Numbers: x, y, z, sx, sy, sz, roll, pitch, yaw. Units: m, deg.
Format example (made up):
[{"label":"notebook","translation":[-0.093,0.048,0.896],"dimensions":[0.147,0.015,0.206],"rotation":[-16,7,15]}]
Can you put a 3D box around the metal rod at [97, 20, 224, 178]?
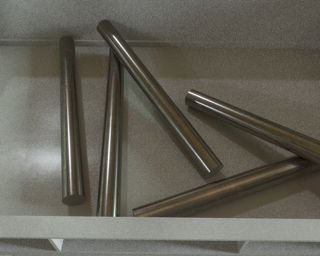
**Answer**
[{"label":"metal rod","translation":[-0.013,-0.057,0.432],"dimensions":[0.025,0.025,0.300],"rotation":[-25,60,-20]}]

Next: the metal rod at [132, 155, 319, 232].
[{"label":"metal rod","translation":[0.116,0.057,0.357],"dimensions":[0.302,0.025,0.025],"rotation":[-15,52,-13]}]

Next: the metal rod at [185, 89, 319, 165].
[{"label":"metal rod","translation":[0.156,0.016,0.362],"dimensions":[0.300,0.025,0.025],"rotation":[28,55,32]}]

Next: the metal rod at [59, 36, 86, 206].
[{"label":"metal rod","translation":[-0.126,-0.033,0.431],"dimensions":[0.025,0.025,0.300],"rotation":[-10,51,-8]}]

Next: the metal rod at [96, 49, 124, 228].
[{"label":"metal rod","translation":[-0.062,-0.015,0.417],"dimensions":[0.025,0.025,0.300],"rotation":[-2,50,-2]}]
